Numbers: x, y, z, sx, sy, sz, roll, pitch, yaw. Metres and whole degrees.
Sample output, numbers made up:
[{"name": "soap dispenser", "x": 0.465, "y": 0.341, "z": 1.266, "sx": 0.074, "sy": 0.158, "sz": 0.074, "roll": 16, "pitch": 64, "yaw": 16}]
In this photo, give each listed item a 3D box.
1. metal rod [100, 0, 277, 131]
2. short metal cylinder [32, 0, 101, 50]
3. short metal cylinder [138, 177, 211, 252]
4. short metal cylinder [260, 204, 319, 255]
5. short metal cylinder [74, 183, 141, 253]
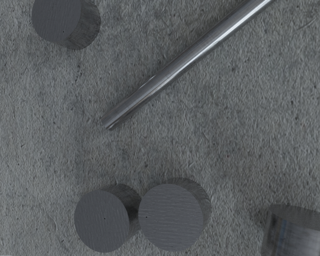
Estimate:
[{"name": "metal rod", "x": 0.041, "y": -0.093, "z": 0.394, "sx": 0.300, "sy": 0.025, "sz": 0.025, "roll": -37, "pitch": 78, "yaw": 16}, {"name": "short metal cylinder", "x": -0.133, "y": -0.157, "z": 0.443, "sx": 0.080, "sy": 0.050, "sz": 0.080, "roll": 0, "pitch": 90, "yaw": 20}, {"name": "short metal cylinder", "x": 0.020, "y": 0.106, "z": 0.389, "sx": 0.080, "sy": 0.050, "sz": 0.080, "roll": 0, "pitch": 90, "yaw": 20}, {"name": "short metal cylinder", "x": 0.152, "y": 0.119, "z": 0.326, "sx": 0.080, "sy": 0.080, "sz": 0.050, "roll": 11, "pitch": 94, "yaw": 19}, {"name": "short metal cylinder", "x": -0.067, "y": 0.119, "z": 0.419, "sx": 0.080, "sy": 0.050, "sz": 0.080, "roll": 0, "pitch": 90, "yaw": 20}]
